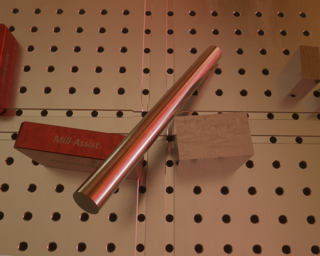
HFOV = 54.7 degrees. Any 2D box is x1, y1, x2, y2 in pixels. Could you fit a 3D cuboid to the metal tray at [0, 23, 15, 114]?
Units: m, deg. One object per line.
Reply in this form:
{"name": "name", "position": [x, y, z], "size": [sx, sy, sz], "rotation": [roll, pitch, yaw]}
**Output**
{"name": "metal tray", "position": [-0.264, -0.084, 0.437], "size": [0.091, 0.030, 0.130], "rotation": [-2, 70, -1]}

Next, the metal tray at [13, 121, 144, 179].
{"name": "metal tray", "position": [-0.087, 0.030, 0.365], "size": [0.131, 0.090, 0.030], "rotation": [8, 71, 3]}

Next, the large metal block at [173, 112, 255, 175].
{"name": "large metal block", "position": [0.059, 0.021, 0.375], "size": [0.081, 0.080, 0.050], "rotation": [-4, 70, -2]}

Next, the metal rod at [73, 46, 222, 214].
{"name": "metal rod", "position": [0.010, -0.025, 0.350], "size": [0.025, 0.025, 0.301], "rotation": [29, 45, 10]}

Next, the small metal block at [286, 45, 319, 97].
{"name": "small metal block", "position": [0.197, -0.078, 0.428], "size": [0.025, 0.050, 0.050], "rotation": [5, 70, 2]}
